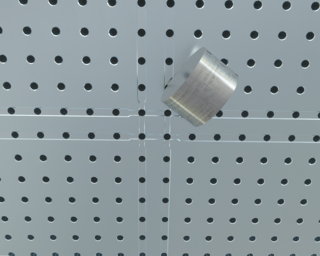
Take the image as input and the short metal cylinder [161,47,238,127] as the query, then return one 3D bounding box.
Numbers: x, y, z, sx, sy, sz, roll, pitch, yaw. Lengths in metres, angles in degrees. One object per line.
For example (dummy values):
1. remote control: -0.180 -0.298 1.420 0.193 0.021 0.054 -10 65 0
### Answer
1. short metal cylinder: 0.045 -0.048 0.367 0.050 0.080 0.080 37 106 -13
